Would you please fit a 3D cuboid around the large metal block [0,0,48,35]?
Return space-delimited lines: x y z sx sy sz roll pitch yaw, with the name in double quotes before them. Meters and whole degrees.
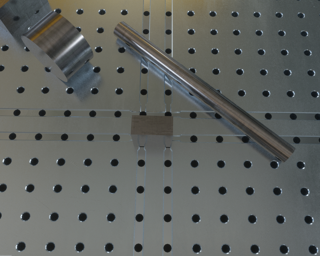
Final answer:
"large metal block" -0.236 -0.204 0.470 0.080 0.050 0.080 36 74 11

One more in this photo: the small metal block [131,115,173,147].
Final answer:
"small metal block" -0.009 0.005 0.397 0.050 0.050 0.025 2 70 0

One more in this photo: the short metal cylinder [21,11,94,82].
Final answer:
"short metal cylinder" -0.138 -0.109 0.421 0.080 0.080 0.050 38 74 12

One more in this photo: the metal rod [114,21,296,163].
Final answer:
"metal rod" 0.053 -0.057 0.433 0.300 0.025 0.025 39 74 12
